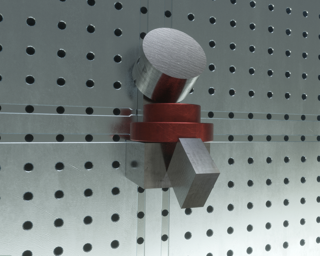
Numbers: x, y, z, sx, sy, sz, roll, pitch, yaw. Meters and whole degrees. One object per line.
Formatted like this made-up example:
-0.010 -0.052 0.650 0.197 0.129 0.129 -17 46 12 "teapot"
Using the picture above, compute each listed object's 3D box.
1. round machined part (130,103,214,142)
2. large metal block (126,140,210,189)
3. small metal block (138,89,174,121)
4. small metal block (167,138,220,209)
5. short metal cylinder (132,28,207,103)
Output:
0.014 -0.006 0.369 0.099 0.098 0.042 1 90 -20 "round machined part"
0.007 0.041 0.386 0.081 0.080 0.050 1 90 -20 "large metal block"
-0.002 -0.031 0.412 0.050 0.025 0.050 1 90 -21 "small metal block"
0.032 0.045 0.315 0.025 0.050 0.050 1 128 -21 "small metal block"
0.011 -0.077 0.386 0.081 0.050 0.080 10 57 -15 "short metal cylinder"
